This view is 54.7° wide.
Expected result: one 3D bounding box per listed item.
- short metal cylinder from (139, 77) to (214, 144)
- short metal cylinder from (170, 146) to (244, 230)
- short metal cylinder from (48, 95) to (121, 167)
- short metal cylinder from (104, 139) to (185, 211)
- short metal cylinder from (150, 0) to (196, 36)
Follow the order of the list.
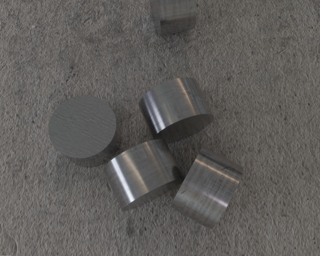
[{"bbox_3d":[0.020,-0.019,0.386,0.080,0.080,0.050,-19,71,-7],"label":"short metal cylinder"},{"bbox_3d":[0.053,0.067,0.355,0.050,0.080,0.080,28,73,9],"label":"short metal cylinder"},{"bbox_3d":[-0.092,0.006,0.392,0.081,0.050,0.080,0,70,0],"label":"short metal cylinder"},{"bbox_3d":[-0.018,0.055,0.359,0.080,0.080,0.050,-25,72,-9],"label":"short metal cylinder"},{"bbox_3d":[0.016,-0.177,0.444,0.050,0.080,0.080,-13,71,-5],"label":"short metal cylinder"}]
